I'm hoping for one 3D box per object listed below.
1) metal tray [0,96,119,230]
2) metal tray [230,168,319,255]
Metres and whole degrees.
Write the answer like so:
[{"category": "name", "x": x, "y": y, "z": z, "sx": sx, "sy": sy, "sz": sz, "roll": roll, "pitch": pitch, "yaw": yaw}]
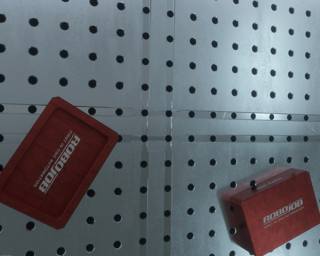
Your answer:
[{"category": "metal tray", "x": -0.120, "y": 0.040, "z": 0.365, "sx": 0.090, "sy": 0.030, "sz": 0.130, "roll": 34, "pitch": 79, "yaw": -17}, {"category": "metal tray", "x": 0.180, "y": 0.127, "z": 0.476, "sx": 0.131, "sy": 0.030, "sz": 0.090, "roll": -19, "pitch": 97, "yaw": -19}]
